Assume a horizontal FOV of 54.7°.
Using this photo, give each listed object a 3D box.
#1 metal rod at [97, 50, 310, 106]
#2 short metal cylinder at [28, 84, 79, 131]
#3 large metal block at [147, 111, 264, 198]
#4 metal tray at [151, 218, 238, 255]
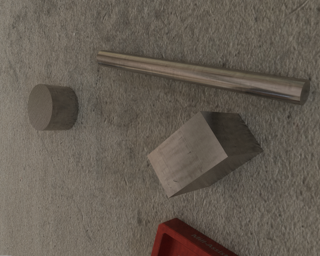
[{"bbox_3d":[0.025,-0.070,0.384,0.300,0.025,0.025,18,102,38],"label":"metal rod"},{"bbox_3d":[-0.188,-0.035,0.544,0.080,0.050,0.080,0,90,40],"label":"short metal cylinder"},{"bbox_3d":[0.049,0.027,0.329,0.080,0.081,0.050,-42,65,32],"label":"large metal block"},{"bbox_3d":[0.046,0.177,0.363,0.130,0.030,0.089,22,104,37],"label":"metal tray"}]
